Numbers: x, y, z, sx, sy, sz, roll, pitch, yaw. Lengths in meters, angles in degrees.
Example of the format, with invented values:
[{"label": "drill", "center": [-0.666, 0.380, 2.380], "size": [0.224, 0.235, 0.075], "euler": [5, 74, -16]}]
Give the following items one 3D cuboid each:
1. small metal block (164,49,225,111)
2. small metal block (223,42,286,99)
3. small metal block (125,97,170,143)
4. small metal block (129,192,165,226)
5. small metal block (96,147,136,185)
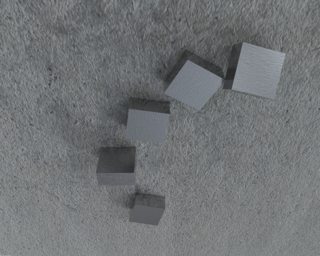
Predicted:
[{"label": "small metal block", "center": [0.039, -0.055, 0.361], "size": [0.050, 0.025, 0.050], "euler": [24, 126, -19]}, {"label": "small metal block", "center": [0.102, -0.061, 0.339], "size": [0.050, 0.025, 0.050], "euler": [11, 95, -12]}, {"label": "small metal block", "center": [-0.017, -0.009, 0.399], "size": [0.050, 0.025, 0.050], "euler": [7, 130, -6]}, {"label": "small metal block", "center": [-0.022, 0.137, 0.524], "size": [0.050, 0.025, 0.050], "euler": [11, 129, -10]}, {"label": "small metal block", "center": [-0.059, 0.053, 0.435], "size": [0.050, 0.050, 0.025], "euler": [0, 130, 0]}]
